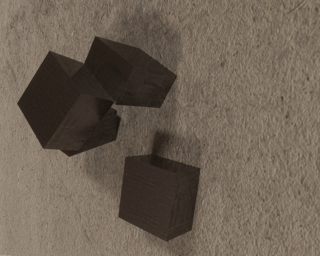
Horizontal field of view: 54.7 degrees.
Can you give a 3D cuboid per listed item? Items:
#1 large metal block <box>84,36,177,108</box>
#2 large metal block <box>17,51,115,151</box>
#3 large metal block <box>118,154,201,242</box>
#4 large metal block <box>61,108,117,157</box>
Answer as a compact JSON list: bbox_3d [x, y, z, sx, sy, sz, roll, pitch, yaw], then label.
[{"bbox_3d":[-0.040,-0.070,0.400,0.080,0.081,0.050,42,115,31],"label":"large metal block"},{"bbox_3d":[-0.114,-0.030,0.368,0.080,0.050,0.080,-51,60,18],"label":"large metal block"},{"bbox_3d":[-0.002,0.082,0.388,0.080,0.050,0.079,12,98,39],"label":"large metal block"},{"bbox_3d":[-0.122,-0.008,0.460,0.080,0.081,0.050,26,122,36],"label":"large metal block"}]
